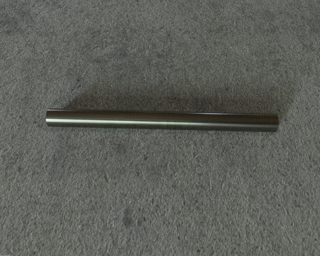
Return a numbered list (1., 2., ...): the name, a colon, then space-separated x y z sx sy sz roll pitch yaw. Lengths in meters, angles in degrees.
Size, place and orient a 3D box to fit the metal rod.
1. metal rod: 0.002 -0.010 0.414 0.302 0.025 0.025 1 50 1
